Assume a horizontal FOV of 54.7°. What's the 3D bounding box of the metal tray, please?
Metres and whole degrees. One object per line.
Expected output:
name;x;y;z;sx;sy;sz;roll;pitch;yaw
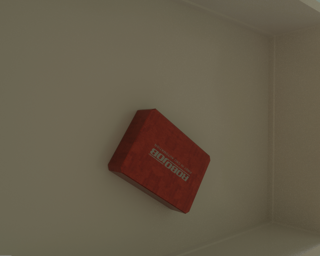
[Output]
metal tray;0.005;0.046;0.410;0.130;0.030;0.090;40;66;-33
